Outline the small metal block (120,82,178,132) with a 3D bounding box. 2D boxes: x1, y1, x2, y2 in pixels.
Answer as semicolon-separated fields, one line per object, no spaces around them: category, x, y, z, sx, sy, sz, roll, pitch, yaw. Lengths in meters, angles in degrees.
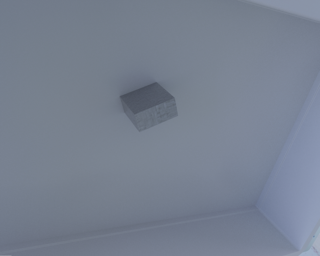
small metal block;-0.014;-0.026;0.370;0.050;0.050;0.025;-24;127;-15
